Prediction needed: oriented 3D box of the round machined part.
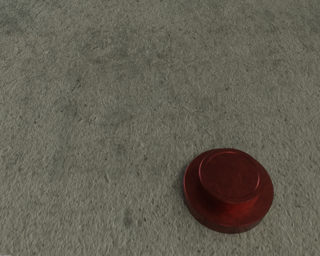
[{"bbox_3d":[0.075,0.061,0.341,0.099,0.042,0.098,0,50,0],"label":"round machined part"}]
